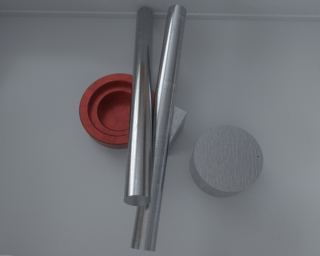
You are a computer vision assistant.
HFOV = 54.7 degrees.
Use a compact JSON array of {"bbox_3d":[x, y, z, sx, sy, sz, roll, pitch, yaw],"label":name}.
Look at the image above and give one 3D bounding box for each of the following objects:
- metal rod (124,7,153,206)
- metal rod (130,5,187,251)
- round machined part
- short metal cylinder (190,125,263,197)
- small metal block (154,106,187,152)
[{"bbox_3d":[-0.022,-0.052,0.377,0.025,0.025,0.300,0,53,0],"label":"metal rod"},{"bbox_3d":[0.003,-0.017,0.362,0.025,0.025,0.299,7,70,2],"label":"metal rod"},{"bbox_3d":[-0.052,-0.019,0.407,0.099,0.042,0.098,0,70,-1],"label":"round machined part"},{"bbox_3d":[0.079,0.042,0.382,0.081,0.050,0.080,0,70,0],"label":"short metal cylinder"},{"bbox_3d":[0.010,0.004,0.395,0.025,0.050,0.050,27,72,9],"label":"small metal block"}]
